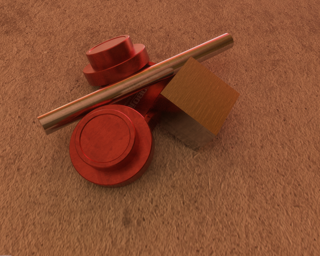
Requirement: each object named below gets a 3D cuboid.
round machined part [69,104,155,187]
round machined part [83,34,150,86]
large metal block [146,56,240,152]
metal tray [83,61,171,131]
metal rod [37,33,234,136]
[{"bbox_3d":[-0.057,0.017,0.356,0.099,0.042,0.098,-2,70,6],"label":"round machined part"},{"bbox_3d":[-0.068,-0.103,0.454,0.098,0.042,0.098,-18,28,10],"label":"round machined part"},{"bbox_3d":[0.043,-0.031,0.396,0.080,0.050,0.080,37,55,-2],"label":"large metal block"},{"bbox_3d":[-0.036,-0.044,0.438,0.090,0.030,0.130,19,53,15],"label":"metal tray"},{"bbox_3d":[-0.017,-0.069,0.424,0.302,0.025,0.025,-28,56,-22],"label":"metal rod"}]
